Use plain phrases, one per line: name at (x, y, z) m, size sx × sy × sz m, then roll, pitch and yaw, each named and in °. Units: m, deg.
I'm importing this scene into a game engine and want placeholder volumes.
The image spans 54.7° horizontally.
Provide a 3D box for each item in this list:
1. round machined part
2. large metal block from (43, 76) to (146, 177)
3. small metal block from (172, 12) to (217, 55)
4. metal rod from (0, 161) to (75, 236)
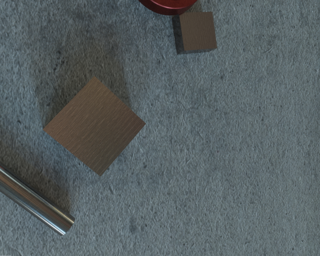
round machined part at (0.006, -0.192, 0.400) m, size 0.099 × 0.042 × 0.097 m, roll 2°, pitch 85°, yaw -18°
large metal block at (-0.078, -0.002, 0.367) m, size 0.080 × 0.050 × 0.080 m, roll 43°, pitch 76°, yaw -15°
small metal block at (0.048, -0.131, 0.428) m, size 0.050 × 0.025 × 0.050 m, roll -10°, pitch 94°, yaw -20°
metal rod at (-0.215, 0.018, 0.329) m, size 0.300 × 0.025 × 0.025 m, roll 44°, pitch 76°, yaw -15°
